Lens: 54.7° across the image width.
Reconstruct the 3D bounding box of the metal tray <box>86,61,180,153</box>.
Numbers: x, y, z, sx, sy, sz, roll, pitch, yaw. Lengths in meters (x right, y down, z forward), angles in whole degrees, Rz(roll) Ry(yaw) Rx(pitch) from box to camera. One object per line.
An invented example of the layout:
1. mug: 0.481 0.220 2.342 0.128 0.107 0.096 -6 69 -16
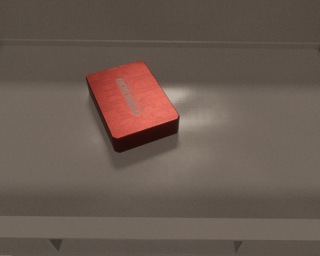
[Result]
1. metal tray: -0.041 -0.035 0.431 0.091 0.030 0.130 -19 53 -16
